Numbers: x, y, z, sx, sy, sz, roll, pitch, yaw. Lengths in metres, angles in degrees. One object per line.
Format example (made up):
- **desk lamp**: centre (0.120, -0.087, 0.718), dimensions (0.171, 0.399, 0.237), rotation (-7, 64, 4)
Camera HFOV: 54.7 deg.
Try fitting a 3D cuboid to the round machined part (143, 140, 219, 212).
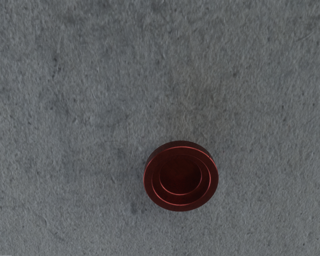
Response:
- **round machined part**: centre (0.028, 0.061, 0.424), dimensions (0.099, 0.042, 0.097), rotation (0, 110, -1)
